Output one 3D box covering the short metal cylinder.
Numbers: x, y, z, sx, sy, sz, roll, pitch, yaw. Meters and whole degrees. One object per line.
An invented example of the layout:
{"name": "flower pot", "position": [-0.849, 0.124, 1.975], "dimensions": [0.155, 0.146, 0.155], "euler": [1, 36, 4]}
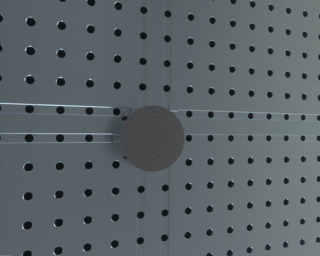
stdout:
{"name": "short metal cylinder", "position": [-0.016, 0.012, 0.394], "dimensions": [0.081, 0.050, 0.079], "euler": [0, 90, -20]}
